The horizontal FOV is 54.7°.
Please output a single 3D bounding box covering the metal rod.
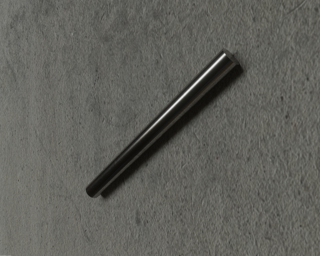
[{"bbox_3d":[-0.014,0.011,0.417,0.299,0.025,0.025,-44,64,30],"label":"metal rod"}]
